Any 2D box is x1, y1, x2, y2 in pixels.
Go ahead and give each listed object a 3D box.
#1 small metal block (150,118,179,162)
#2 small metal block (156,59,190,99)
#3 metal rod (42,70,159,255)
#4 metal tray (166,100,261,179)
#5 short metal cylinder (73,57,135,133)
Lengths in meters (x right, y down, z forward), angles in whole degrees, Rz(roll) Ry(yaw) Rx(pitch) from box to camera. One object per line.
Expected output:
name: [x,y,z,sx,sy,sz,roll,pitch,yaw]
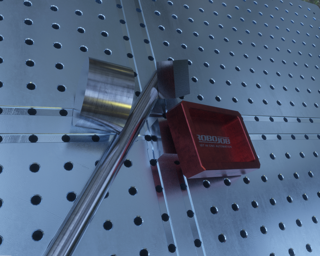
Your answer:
small metal block: [0.018,0.017,0.408,0.050,0.025,0.050,5,60,-26]
small metal block: [0.019,-0.069,0.435,0.050,0.025,0.050,-25,113,-59]
metal rod: [-0.051,0.031,0.361,0.025,0.025,0.301,32,51,-8]
metal tray: [0.073,0.017,0.409,0.131,0.030,0.090,6,60,-43]
short metal cylinder: [-0.067,-0.037,0.359,0.050,0.080,0.080,11,57,-22]
